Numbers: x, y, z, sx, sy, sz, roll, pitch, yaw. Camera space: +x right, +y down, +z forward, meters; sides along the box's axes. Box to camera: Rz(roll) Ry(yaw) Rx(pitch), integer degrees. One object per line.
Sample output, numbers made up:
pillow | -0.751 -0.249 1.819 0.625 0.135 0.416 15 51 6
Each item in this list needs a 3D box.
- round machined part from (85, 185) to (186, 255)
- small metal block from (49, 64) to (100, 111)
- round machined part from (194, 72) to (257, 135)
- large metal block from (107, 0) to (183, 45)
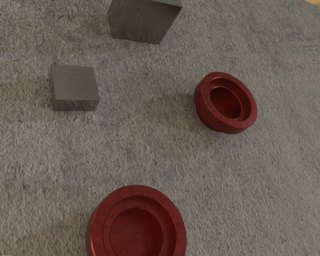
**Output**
round machined part | -0.026 0.111 0.312 0.099 0.042 0.098 14 56 -21
small metal block | -0.105 -0.048 0.377 0.050 0.025 0.050 -2 63 -29
round machined part | 0.093 -0.033 0.466 0.099 0.042 0.098 14 56 -21
large metal block | -0.025 -0.176 0.464 0.081 0.080 0.050 0 62 -29
